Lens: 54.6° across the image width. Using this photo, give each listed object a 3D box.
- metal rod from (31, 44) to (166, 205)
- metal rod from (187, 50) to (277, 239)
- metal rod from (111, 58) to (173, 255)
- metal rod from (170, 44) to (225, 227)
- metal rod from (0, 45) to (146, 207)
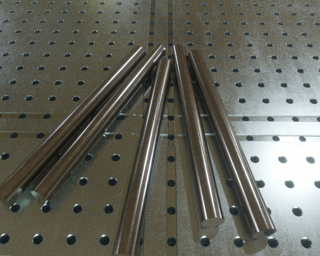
[{"bbox_3d":[-0.067,-0.026,0.430,0.025,0.025,0.301,20,53,16],"label":"metal rod"},{"bbox_3d":[0.082,-0.005,0.412,0.025,0.025,0.300,-7,50,-6],"label":"metal rod"},{"bbox_3d":[-0.014,0.013,0.397,0.025,0.025,0.300,6,50,5],"label":"metal rod"},{"bbox_3d":[0.043,-0.015,0.421,0.025,0.025,0.300,-4,50,-3],"label":"metal rod"},{"bbox_3d":[-0.103,-0.023,0.426,0.025,0.025,0.301,22,53,17],"label":"metal rod"}]
